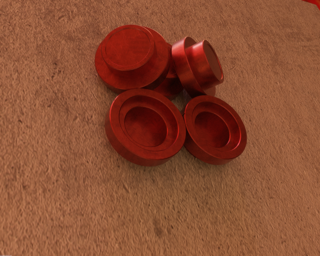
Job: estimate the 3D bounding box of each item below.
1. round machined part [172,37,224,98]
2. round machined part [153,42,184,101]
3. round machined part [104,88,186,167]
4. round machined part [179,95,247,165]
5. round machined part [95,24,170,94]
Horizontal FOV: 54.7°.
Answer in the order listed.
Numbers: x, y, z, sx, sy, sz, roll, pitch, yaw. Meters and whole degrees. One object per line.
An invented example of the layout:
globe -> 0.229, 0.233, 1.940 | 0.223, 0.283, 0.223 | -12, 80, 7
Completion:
round machined part -> 0.061, -0.090, 0.456 | 0.098, 0.042, 0.098 | 41, 38, -42
round machined part -> -0.003, -0.088, 0.447 | 0.099, 0.042, 0.098 | 14, 56, -21
round machined part -> -0.021, 0.003, 0.383 | 0.099, 0.042, 0.098 | 14, 56, -21
round machined part -> 0.067, 0.006, 0.428 | 0.099, 0.042, 0.098 | 14, 56, -21
round machined part -> -0.037, -0.094, 0.402 | 0.099, 0.042, 0.098 | -2, 69, 6
